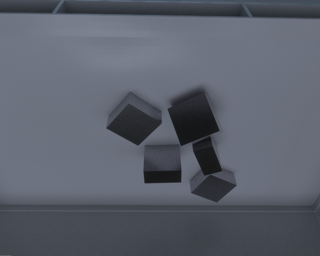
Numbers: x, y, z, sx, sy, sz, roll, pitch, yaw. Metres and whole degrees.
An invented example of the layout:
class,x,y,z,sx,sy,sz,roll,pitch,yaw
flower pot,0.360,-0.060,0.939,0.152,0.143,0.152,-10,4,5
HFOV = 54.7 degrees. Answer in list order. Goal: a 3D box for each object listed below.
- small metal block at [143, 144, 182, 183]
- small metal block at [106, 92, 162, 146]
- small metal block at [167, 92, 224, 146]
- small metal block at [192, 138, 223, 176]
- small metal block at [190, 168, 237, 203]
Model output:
class,x,y,z,sx,sy,sz,roll,pitch,yaw
small metal block,0.004,0.050,0.435,0.050,0.050,0.025,-1,130,1
small metal block,-0.033,-0.011,0.400,0.050,0.025,0.050,31,123,-24
small metal block,0.044,-0.009,0.383,0.050,0.050,0.025,-23,167,18
small metal block,0.062,0.027,0.417,0.025,0.050,0.050,-17,128,13
small metal block,0.082,0.086,0.484,0.050,0.025,0.050,24,126,-20
